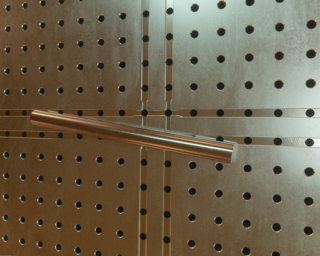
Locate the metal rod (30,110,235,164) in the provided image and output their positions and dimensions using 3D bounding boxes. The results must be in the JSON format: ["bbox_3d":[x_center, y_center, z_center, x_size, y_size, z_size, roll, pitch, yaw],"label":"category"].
[{"bbox_3d":[-0.051,0.008,0.429,0.301,0.025,0.025,10,93,19],"label":"metal rod"}]
